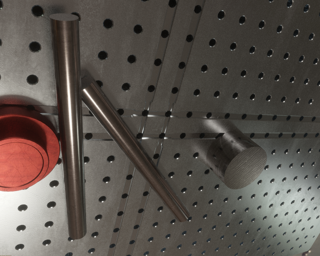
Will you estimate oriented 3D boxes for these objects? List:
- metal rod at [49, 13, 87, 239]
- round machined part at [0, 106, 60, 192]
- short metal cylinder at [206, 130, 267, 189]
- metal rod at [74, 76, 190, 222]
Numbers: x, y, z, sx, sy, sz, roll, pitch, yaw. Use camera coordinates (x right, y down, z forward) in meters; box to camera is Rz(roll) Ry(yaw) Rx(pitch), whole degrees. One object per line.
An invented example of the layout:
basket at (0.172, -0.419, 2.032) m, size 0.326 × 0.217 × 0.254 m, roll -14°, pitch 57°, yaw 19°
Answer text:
metal rod at (-0.101, 0.024, 0.358) m, size 0.025 × 0.025 × 0.298 m, roll -10°, pitch 127°, yaw -24°
round machined part at (-0.158, 0.029, 0.332) m, size 0.099 × 0.042 × 0.097 m, roll -14°, pitch 125°, yaw -21°
short metal cylinder at (0.122, 0.051, 0.496) m, size 0.081 × 0.050 × 0.079 m, roll -14°, pitch 124°, yaw -21°
metal rod at (-0.022, 0.050, 0.431) m, size 0.025 × 0.025 × 0.299 m, roll -36°, pitch 130°, yaw -5°
